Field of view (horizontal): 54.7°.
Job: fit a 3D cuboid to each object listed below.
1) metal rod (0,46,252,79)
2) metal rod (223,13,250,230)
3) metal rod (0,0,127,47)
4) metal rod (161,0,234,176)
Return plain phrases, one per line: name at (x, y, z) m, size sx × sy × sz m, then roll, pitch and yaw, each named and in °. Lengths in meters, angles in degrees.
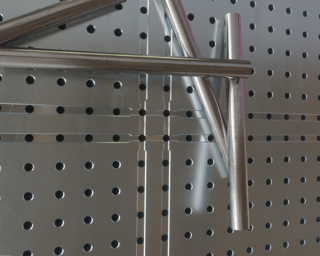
metal rod at (-0.030, -0.079, 0.381) m, size 0.302 × 0.025 × 0.025 m, roll 0°, pitch 90°, yaw -13°
metal rod at (0.105, -0.015, 0.430) m, size 0.025 × 0.025 × 0.298 m, roll 3°, pitch 81°, yaw -20°
metal rod at (-0.175, -0.106, 0.347) m, size 0.302 × 0.025 × 0.025 m, roll -28°, pitch 100°, yaw -18°
metal rod at (0.058, -0.066, 0.435) m, size 0.025 × 0.025 × 0.299 m, roll -25°, pitch 99°, yaw -19°
